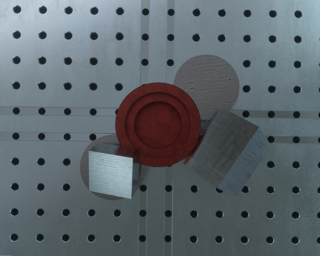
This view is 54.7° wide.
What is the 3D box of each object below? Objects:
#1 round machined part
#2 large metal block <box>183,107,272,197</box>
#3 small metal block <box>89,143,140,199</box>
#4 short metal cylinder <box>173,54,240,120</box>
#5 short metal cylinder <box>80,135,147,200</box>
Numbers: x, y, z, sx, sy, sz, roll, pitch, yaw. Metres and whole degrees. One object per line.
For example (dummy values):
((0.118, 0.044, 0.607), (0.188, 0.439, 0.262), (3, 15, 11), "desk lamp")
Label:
((-0.002, -0.004, 0.375), (0.099, 0.042, 0.097), (0, 90, 0), "round machined part")
((0.086, 0.032, 0.380), (0.050, 0.080, 0.080), (34, 90, 34), "large metal block")
((-0.051, 0.048, 0.350), (0.050, 0.025, 0.050), (8, 110, 12), "small metal block")
((0.056, -0.050, 0.401), (0.081, 0.050, 0.079), (0, 90, 0), "short metal cylinder")
((-0.057, 0.048, 0.400), (0.081, 0.050, 0.079), (0, 90, 0), "short metal cylinder")
